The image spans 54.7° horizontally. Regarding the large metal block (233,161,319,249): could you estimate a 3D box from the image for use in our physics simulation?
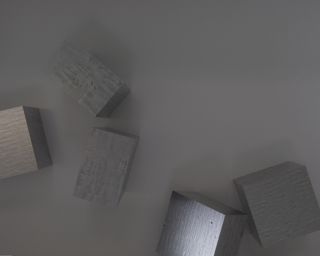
[{"bbox_3d":[0.151,0.096,0.400,0.080,0.050,0.080,-18,90,0],"label":"large metal block"}]

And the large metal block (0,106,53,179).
[{"bbox_3d":[-0.195,0.021,0.397,0.080,0.050,0.080,-14,90,0],"label":"large metal block"}]

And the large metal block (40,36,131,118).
[{"bbox_3d":[-0.086,-0.057,0.383,0.080,0.080,0.050,40,90,0],"label":"large metal block"}]

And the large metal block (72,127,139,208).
[{"bbox_3d":[-0.062,0.044,0.383,0.050,0.080,0.080,15,90,0],"label":"large metal block"}]

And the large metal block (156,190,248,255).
[{"bbox_3d":[0.050,0.129,0.378,0.050,0.080,0.080,16,90,-44],"label":"large metal block"}]
